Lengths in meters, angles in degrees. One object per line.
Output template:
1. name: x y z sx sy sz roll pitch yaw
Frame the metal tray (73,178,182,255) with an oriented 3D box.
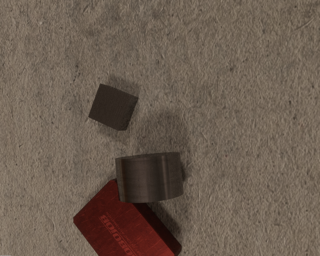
1. metal tray: -0.046 0.144 0.421 0.090 0.030 0.130 -46 76 14

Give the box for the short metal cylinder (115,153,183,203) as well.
1. short metal cylinder: -0.013 0.059 0.384 0.080 0.080 0.050 -6 88 19

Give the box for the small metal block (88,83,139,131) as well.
1. small metal block: -0.065 -0.029 0.431 0.050 0.025 0.050 24 98 18
